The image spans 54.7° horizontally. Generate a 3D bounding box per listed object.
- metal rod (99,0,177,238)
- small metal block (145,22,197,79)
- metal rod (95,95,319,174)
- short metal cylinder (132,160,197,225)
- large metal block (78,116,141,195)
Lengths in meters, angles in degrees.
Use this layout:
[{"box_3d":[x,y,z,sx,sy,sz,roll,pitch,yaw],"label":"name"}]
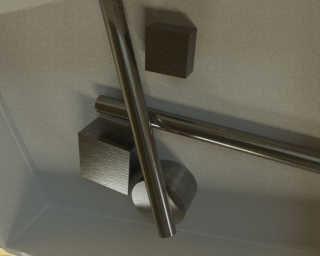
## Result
[{"box_3d":[-0.024,-0.006,0.375,0.025,0.025,0.298,-6,103,31],"label":"metal rod"},{"box_3d":[0.012,-0.087,0.347,0.050,0.025,0.050,15,125,19],"label":"small metal block"},{"box_3d":[0.055,0.004,0.381,0.301,0.025,0.025,15,125,19],"label":"metal rod"},{"box_3d":[0.007,0.092,0.445,0.080,0.050,0.079,13,124,20],"label":"short metal cylinder"},{"box_3d":[-0.069,0.040,0.451,0.080,0.050,0.079,18,126,17],"label":"large metal block"}]
